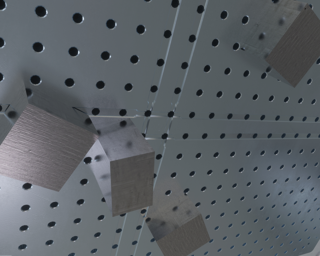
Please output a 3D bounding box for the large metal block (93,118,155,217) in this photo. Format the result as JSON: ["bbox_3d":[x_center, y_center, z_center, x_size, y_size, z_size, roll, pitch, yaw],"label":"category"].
[{"bbox_3d":[-0.047,0.045,0.377,0.050,0.080,0.079,-11,123,-22],"label":"large metal block"}]

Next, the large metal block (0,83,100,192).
[{"bbox_3d":[-0.127,0.012,0.333,0.080,0.050,0.080,30,102,-38],"label":"large metal block"}]

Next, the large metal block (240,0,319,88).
[{"bbox_3d":[0.170,-0.113,0.417,0.080,0.050,0.080,26,104,-37],"label":"large metal block"}]

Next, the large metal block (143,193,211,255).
[{"bbox_3d":[0.030,0.169,0.515,0.080,0.050,0.080,-29,128,-10],"label":"large metal block"}]
